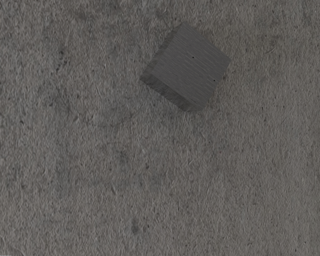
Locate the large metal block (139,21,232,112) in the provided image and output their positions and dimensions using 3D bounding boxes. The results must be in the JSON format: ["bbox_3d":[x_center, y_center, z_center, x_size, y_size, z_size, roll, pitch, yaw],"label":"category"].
[{"bbox_3d":[0.033,-0.077,0.407,0.080,0.050,0.080,34,79,-17],"label":"large metal block"}]
